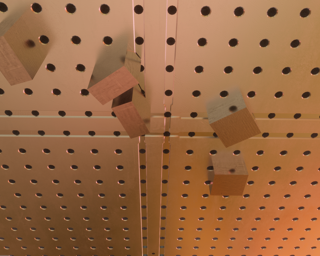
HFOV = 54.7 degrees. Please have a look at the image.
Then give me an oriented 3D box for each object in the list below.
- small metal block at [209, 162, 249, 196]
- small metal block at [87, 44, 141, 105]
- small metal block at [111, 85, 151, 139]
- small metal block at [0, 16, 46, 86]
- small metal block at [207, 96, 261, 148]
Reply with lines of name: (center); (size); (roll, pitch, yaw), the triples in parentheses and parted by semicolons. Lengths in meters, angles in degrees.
small metal block: (0.105, 0.080, 0.481); (0.050, 0.025, 0.050); (1, 130, -1)
small metal block: (-0.049, -0.060, 0.344); (0.050, 0.050, 0.025); (-28, 125, 21)
small metal block: (-0.033, -0.024, 0.374); (0.025, 0.050, 0.050); (-17, 128, 14)
small metal block: (-0.151, -0.081, 0.324); (0.025, 0.050, 0.050); (-13, 129, 11)
small metal block: (0.097, -0.007, 0.407); (0.050, 0.025, 0.050); (-26, 126, 20)
